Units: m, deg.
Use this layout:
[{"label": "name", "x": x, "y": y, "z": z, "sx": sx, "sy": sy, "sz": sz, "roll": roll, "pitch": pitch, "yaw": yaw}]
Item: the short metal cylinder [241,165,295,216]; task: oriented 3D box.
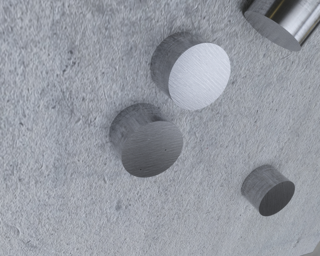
[{"label": "short metal cylinder", "x": 0.198, "y": 0.114, "z": 0.569, "sx": 0.081, "sy": 0.050, "sz": 0.079, "roll": -14, "pitch": 124, "yaw": -21}]

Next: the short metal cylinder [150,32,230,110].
[{"label": "short metal cylinder", "x": 0.035, "y": -0.068, "z": 0.368, "sx": 0.081, "sy": 0.050, "sz": 0.079, "roll": -14, "pitch": 124, "yaw": -21}]

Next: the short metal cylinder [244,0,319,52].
[{"label": "short metal cylinder", "x": 0.149, "y": -0.136, "z": 0.369, "sx": 0.080, "sy": 0.080, "sz": 0.050, "roll": 28, "pitch": 103, "yaw": -38}]

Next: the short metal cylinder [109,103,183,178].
[{"label": "short metal cylinder", "x": -0.018, "y": 0.015, "z": 0.390, "sx": 0.081, "sy": 0.050, "sz": 0.079, "roll": -14, "pitch": 124, "yaw": -21}]
